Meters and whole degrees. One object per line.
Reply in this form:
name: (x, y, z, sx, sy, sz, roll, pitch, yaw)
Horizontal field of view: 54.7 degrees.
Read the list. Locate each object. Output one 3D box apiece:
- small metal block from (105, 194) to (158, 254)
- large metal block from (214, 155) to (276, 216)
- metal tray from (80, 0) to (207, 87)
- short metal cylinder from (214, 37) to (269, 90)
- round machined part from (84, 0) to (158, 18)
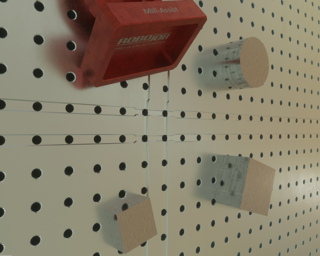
small metal block: (-0.035, 0.117, 0.382, 0.050, 0.025, 0.050, -19, 102, -39)
large metal block: (0.143, 0.096, 0.516, 0.080, 0.050, 0.080, 24, 75, -38)
metal tray: (-0.017, -0.098, 0.353, 0.131, 0.089, 0.030, -21, 69, -38)
short metal cylinder: (0.134, -0.104, 0.508, 0.081, 0.050, 0.079, 0, 90, -40)
round machined part: (-0.048, -0.159, 0.359, 0.099, 0.042, 0.097, 0, 91, -40)
